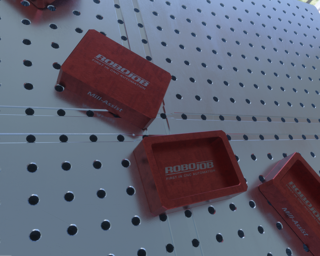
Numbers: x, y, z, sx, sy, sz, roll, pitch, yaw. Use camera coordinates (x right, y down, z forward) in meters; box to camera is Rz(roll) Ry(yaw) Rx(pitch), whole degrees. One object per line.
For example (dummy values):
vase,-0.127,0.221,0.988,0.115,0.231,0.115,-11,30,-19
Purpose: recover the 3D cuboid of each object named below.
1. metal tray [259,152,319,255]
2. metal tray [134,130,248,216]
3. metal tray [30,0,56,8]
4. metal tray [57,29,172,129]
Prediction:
metal tray,0.217,0.111,0.457,0.091,0.030,0.130,-33,80,-38
metal tray,0.041,0.052,0.396,0.131,0.030,0.090,-4,64,-31
metal tray,-0.185,-0.243,0.439,0.130,0.030,0.090,41,65,-1
metal tray,-0.056,-0.067,0.416,0.131,0.030,0.090,28,52,-11
